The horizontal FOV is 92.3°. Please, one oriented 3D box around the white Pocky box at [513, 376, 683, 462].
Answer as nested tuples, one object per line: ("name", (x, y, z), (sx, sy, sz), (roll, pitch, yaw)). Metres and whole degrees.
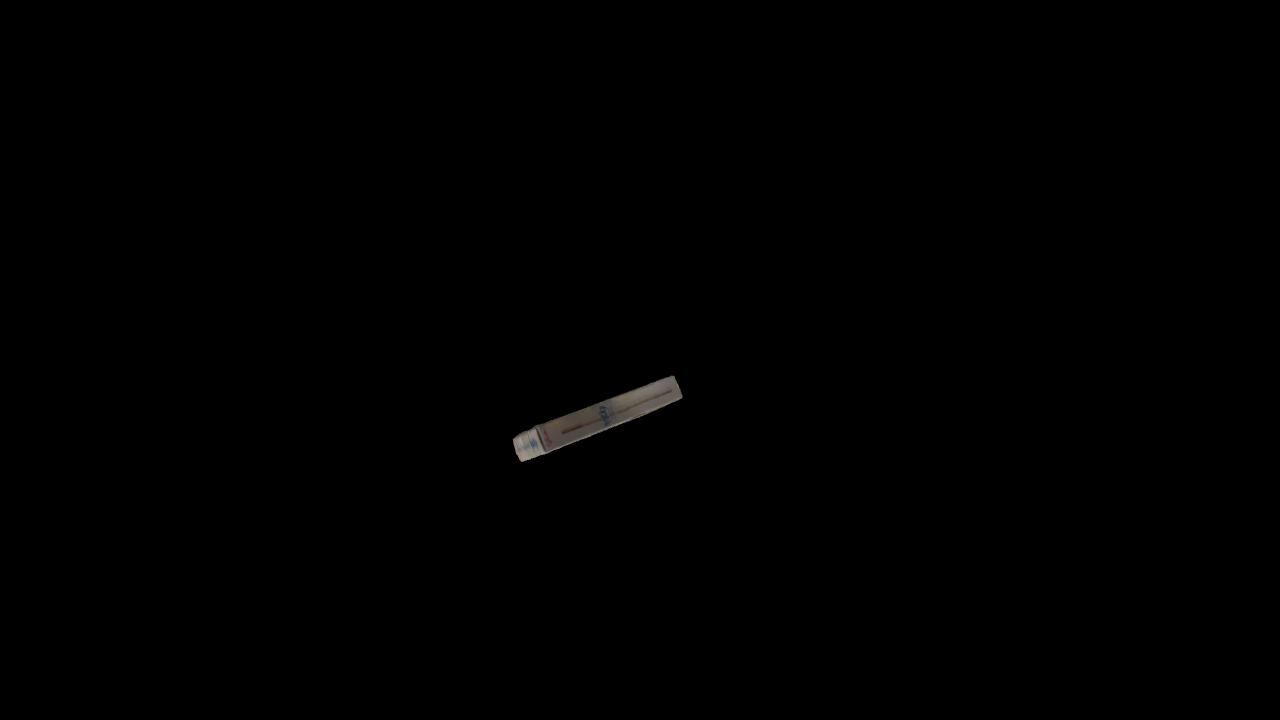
("white Pocky box", (-0.041, 0.057, 0.603), (0.154, 0.028, 0.084), (-19, -6, -30))
